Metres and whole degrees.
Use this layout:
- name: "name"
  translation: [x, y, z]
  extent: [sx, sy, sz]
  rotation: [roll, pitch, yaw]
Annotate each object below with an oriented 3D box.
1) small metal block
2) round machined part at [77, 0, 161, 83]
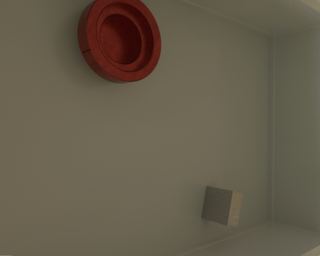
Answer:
- name: "small metal block"
  translation: [0.094, 0.118, 0.472]
  extent: [0.025, 0.050, 0.050]
  rotation: [19, 78, -39]
- name: "round machined part"
  translation: [-0.049, -0.100, 0.355]
  extent: [0.099, 0.042, 0.097]
  rotation: [0, 90, -40]
